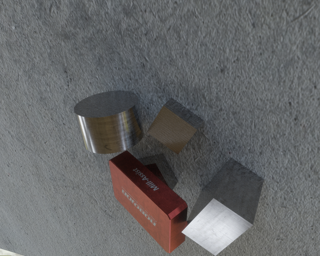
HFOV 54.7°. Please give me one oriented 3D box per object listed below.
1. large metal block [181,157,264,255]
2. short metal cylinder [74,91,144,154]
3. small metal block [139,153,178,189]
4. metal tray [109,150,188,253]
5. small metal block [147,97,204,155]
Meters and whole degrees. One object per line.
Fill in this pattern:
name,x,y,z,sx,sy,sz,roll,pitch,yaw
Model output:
large metal block,0.080,0.098,0.389,0.050,0.080,0.079,34,129,5
short metal cylinder,-0.064,-0.010,0.399,0.080,0.080,0.050,7,121,25
small metal block,-0.009,0.069,0.454,0.050,0.025,0.050,-16,110,34
metal tray,-0.019,0.101,0.436,0.130,0.030,0.089,36,142,35
small metal block,0.019,-0.002,0.396,0.050,0.025,0.050,36,129,4
